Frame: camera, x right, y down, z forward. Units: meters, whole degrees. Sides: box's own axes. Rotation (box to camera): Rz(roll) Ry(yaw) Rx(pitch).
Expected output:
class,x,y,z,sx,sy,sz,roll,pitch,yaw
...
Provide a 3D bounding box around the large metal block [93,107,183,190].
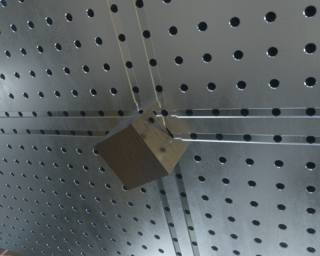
class,x,y,z,sx,sy,sz,roll,pitch,yaw
large metal block,-0.029,0.030,0.428,0.080,0.050,0.080,-28,104,37
